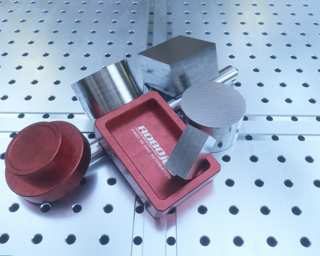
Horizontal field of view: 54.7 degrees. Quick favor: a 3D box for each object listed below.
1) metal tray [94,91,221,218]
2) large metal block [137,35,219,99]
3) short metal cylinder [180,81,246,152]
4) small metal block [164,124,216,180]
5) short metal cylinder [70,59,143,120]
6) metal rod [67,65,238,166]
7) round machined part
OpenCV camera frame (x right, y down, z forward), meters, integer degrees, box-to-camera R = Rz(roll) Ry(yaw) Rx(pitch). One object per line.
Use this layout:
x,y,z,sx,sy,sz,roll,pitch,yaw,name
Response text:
-0.005,0.026,0.364,0.091,0.030,0.130,-31,69,-23,metal tray
0.027,-0.093,0.455,0.081,0.050,0.080,-30,37,-23,large metal block
0.066,-0.015,0.404,0.081,0.050,0.080,0,50,0,short metal cylinder
0.034,0.027,0.331,0.025,0.050,0.050,29,91,20,small metal block
-0.069,-0.051,0.407,0.080,0.050,0.080,-24,12,6,short metal cylinder
-0.008,-0.014,0.421,0.302,0.025,0.025,-31,57,-23,metal rod
-0.133,0.031,0.352,0.098,0.042,0.098,-8,55,13,round machined part
